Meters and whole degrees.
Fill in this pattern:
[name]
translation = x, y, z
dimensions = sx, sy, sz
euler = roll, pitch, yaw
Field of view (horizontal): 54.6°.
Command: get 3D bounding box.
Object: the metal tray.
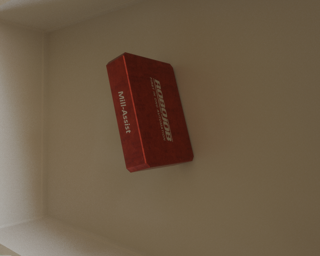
[metal tray]
translation = -0.010, -0.018, 0.370
dimensions = 0.030, 0.091, 0.129
euler = -20, 78, 37
